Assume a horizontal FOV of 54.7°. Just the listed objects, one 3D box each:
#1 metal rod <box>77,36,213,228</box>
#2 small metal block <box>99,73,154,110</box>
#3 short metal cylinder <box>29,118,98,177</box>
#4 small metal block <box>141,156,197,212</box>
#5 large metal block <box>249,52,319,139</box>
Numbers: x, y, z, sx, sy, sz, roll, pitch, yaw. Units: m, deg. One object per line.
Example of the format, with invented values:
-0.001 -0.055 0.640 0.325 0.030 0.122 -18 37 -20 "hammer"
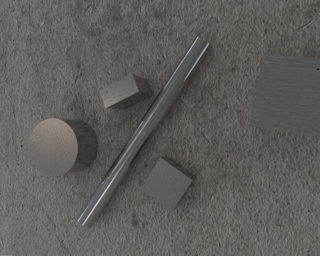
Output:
-0.026 0.013 0.418 0.025 0.025 0.299 37 102 16 "metal rod"
-0.043 -0.046 0.411 0.050 0.050 0.025 -24 82 18 "small metal block"
-0.137 0.026 0.444 0.080 0.050 0.080 0 90 20 "short metal cylinder"
0.012 0.072 0.405 0.050 0.025 0.050 34 101 16 "small metal block"
0.149 -0.034 0.343 0.080 0.050 0.080 12 94 19 "large metal block"
